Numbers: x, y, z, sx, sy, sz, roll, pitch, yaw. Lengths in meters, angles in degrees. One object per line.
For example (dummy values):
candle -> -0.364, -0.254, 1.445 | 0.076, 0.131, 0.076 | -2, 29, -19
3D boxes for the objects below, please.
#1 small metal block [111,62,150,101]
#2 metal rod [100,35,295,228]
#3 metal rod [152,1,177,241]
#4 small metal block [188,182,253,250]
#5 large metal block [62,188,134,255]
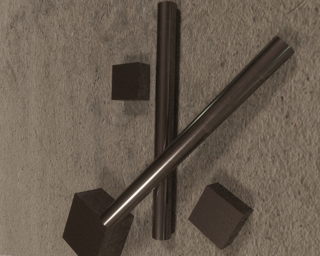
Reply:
small metal block -> -0.041, -0.064, 0.437 | 0.050, 0.025, 0.050 | 3, 92, 39
metal rod -> 0.027, 0.020, 0.356 | 0.299, 0.025, 0.025 | -47, 62, 21
metal rod -> 0.006, -0.008, 0.398 | 0.025, 0.025, 0.298 | 2, 91, 39
small metal block -> 0.067, 0.098, 0.348 | 0.050, 0.025, 0.050 | 38, 113, 33
large metal block -> -0.094, 0.149, 0.464 | 0.080, 0.050, 0.079 | 30, 109, 35
